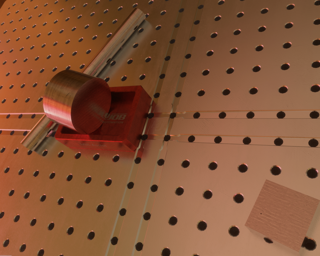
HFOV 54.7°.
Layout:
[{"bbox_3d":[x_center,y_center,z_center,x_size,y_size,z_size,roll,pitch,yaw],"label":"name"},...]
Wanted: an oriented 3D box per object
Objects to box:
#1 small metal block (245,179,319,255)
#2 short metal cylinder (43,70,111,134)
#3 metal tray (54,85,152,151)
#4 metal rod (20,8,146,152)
[{"bbox_3d":[0.117,0.084,0.295,0.050,0.025,0.050,20,72,35],"label":"small metal block"},{"bbox_3d":[-0.114,-0.037,0.434,0.050,0.080,0.080,19,72,25],"label":"short metal cylinder"},{"bbox_3d":[-0.085,-0.015,0.458,0.130,0.030,0.090,1,62,28],"label":"metal tray"},{"bbox_3d":[-0.125,-0.087,0.527,0.025,0.025,0.300,30,78,37],"label":"metal rod"}]
